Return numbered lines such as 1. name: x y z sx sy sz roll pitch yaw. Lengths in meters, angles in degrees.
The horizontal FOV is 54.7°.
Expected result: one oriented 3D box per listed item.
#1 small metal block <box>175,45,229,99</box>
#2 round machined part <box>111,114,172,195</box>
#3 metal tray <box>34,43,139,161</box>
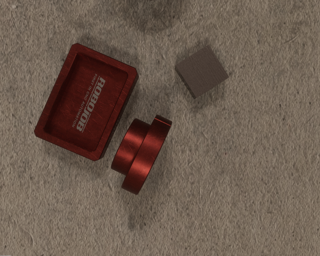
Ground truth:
1. small metal block: 0.055 -0.073 0.411 0.050 0.025 0.050 -32 90 -1
2. round machined part: -0.025 0.027 0.373 0.042 0.098 0.098 26 90 0
3. metal tray: -0.094 -0.033 0.406 0.090 0.030 0.129 24 90 -1
